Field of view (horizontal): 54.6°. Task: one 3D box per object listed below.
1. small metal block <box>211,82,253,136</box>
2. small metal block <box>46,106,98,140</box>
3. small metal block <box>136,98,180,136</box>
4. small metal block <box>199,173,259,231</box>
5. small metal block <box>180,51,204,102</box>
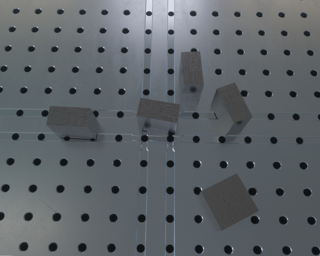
[{"bbox_3d":[0.092,-0.023,0.408,0.025,0.050,0.050,-19,71,-7],"label":"small metal block"},{"bbox_3d":[-0.111,-0.006,0.400,0.050,0.050,0.025,3,70,1],"label":"small metal block"},{"bbox_3d":[-0.002,-0.013,0.403,0.050,0.050,0.025,10,71,3],"label":"small metal block"},{"bbox_3d":[0.083,0.091,0.379,0.050,0.025,0.050,-25,72,-9],"label":"small metal block"},{"bbox_3d":[0.042,-0.069,0.424,0.025,0.050,0.050,-3,70,-1],"label":"small metal block"}]
